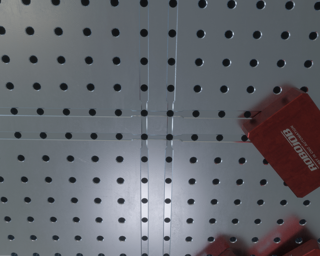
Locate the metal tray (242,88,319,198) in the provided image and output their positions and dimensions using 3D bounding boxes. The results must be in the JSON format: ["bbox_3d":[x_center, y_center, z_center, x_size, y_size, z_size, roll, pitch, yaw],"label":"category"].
[{"bbox_3d":[0.187,0.023,0.420,0.090,0.030,0.130,-39,106,13],"label":"metal tray"}]

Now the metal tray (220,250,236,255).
[{"bbox_3d":[0.090,0.268,0.487,0.130,0.030,0.090,-46,72,15],"label":"metal tray"}]

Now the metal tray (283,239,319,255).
[{"bbox_3d":[0.213,0.244,0.478,0.130,0.030,0.090,-40,87,18],"label":"metal tray"}]
